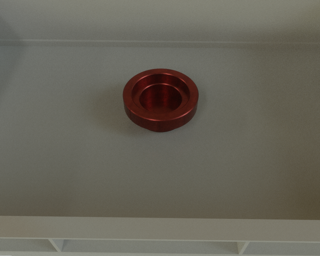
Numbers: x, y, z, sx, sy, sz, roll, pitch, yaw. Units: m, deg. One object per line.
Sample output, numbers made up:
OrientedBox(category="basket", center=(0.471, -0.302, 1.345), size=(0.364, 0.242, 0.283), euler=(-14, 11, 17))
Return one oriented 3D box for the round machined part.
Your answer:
OrientedBox(category="round machined part", center=(0.001, -0.033, 0.418), size=(0.099, 0.042, 0.098), euler=(0, 50, 0))
